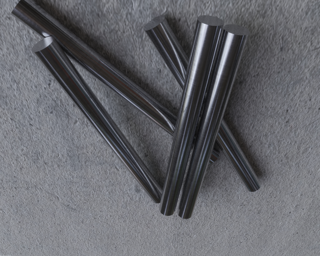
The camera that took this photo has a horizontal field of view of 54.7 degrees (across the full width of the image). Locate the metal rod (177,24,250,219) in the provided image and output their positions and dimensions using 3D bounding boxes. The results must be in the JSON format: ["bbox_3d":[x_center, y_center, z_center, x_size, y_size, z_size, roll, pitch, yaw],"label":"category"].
[{"bbox_3d":[0.056,0.019,0.389,0.025,0.025,0.298,5,130,-4],"label":"metal rod"}]

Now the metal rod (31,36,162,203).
[{"bbox_3d":[-0.058,0.015,0.402,0.025,0.025,0.299,-17,133,14],"label":"metal rod"}]

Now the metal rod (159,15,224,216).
[{"bbox_3d":[0.029,0.013,0.383,0.025,0.025,0.298,5,130,-5],"label":"metal rod"}]

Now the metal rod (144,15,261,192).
[{"bbox_3d":[0.070,-0.009,0.399,0.025,0.025,0.300,-24,126,19],"label":"metal rod"}]

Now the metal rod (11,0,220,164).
[{"bbox_3d":[-0.032,-0.041,0.372,0.301,0.025,0.025,37,121,-27],"label":"metal rod"}]
